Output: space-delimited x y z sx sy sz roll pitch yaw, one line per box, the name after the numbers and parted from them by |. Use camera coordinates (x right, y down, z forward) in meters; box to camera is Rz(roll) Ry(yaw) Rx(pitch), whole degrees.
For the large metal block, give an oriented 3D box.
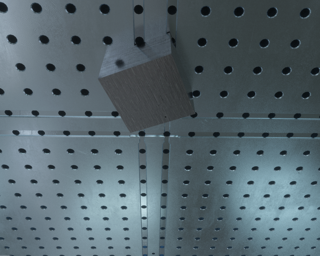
-0.012 -0.049 0.353 0.080 0.050 0.080 -17 129 13 | large metal block
